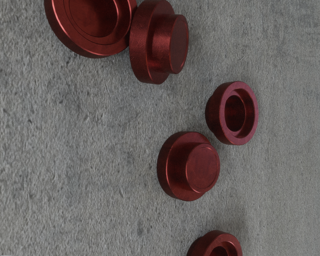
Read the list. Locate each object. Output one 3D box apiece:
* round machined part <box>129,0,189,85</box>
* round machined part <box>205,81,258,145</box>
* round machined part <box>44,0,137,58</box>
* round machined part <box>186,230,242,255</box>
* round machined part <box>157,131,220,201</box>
[{"bbox_3d":[0.005,-0.100,0.369,0.098,0.042,0.097,10,91,-70],"label":"round machined part"},{"bbox_3d":[0.108,-0.022,0.484,0.099,0.042,0.097,0,90,-40],"label":"round machined part"},{"bbox_3d":[-0.075,-0.123,0.331,0.099,0.042,0.097,0,90,-40],"label":"round machined part"},{"bbox_3d":[0.075,0.200,0.457,0.099,0.042,0.097,0,90,-40],"label":"round machined part"},{"bbox_3d":[0.046,0.054,0.432,0.099,0.042,0.097,0,90,-40],"label":"round machined part"}]
